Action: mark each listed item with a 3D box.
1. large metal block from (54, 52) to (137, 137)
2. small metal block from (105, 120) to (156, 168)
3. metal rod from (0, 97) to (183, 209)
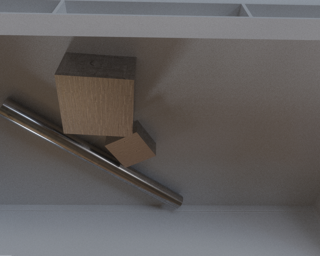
[{"bbox_3d":[-0.070,-0.038,0.360,0.081,0.050,0.079,3,130,-3],"label":"large metal block"},{"bbox_3d":[-0.040,0.023,0.428,0.050,0.025,0.050,-23,127,18],"label":"small metal block"},{"bbox_3d":[-0.083,0.048,0.448,0.301,0.025,0.025,34,122,-26],"label":"metal rod"}]
